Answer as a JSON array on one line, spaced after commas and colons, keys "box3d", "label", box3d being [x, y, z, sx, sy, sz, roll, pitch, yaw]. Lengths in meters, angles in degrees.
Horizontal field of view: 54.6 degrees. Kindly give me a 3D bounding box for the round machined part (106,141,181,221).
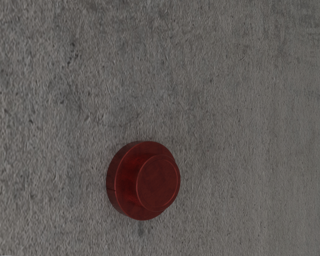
[{"box3d": [-0.013, 0.065, 0.382, 0.099, 0.042, 0.097, 0, 90, -40], "label": "round machined part"}]
